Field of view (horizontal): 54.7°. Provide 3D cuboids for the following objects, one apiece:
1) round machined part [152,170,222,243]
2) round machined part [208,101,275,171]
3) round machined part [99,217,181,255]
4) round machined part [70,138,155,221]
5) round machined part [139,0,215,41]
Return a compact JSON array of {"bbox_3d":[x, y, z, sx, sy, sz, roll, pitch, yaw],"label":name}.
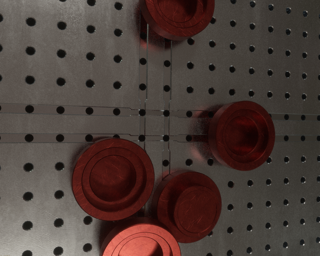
[{"bbox_3d":[0.042,0.108,0.421,0.099,0.042,0.097,0,90,-21],"label":"round machined part"},{"bbox_3d":[0.113,0.011,0.447,0.099,0.042,0.097,0,90,-21],"label":"round machined part"},{"bbox_3d":[-0.026,0.159,0.390,0.099,0.042,0.097,-1,96,-13],"label":"round machined part"},{"bbox_3d":[-0.060,0.061,0.382,0.099,0.042,0.097,0,90,-21],"label":"round machined part"},{"bbox_3d":[0.019,-0.165,0.412,0.099,0.042,0.097,0,90,-21],"label":"round machined part"}]
